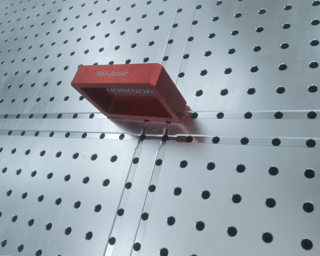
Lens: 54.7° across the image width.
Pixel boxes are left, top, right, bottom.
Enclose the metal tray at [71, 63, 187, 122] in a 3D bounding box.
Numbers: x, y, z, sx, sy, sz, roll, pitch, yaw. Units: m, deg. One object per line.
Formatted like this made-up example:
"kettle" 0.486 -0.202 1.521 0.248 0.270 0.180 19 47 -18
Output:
"metal tray" -0.041 -0.046 0.414 0.130 0.090 0.030 5 64 30
